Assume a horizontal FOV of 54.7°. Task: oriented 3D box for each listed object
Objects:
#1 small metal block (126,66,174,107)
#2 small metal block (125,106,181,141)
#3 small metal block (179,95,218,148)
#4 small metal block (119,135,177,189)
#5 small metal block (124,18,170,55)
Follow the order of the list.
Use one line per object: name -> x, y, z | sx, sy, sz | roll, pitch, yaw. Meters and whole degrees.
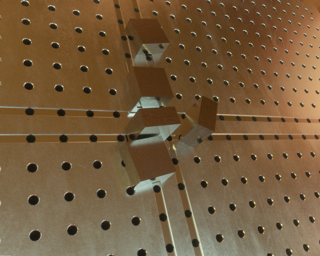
small metal block -> -0.014, -0.058, 0.438 | 0.050, 0.025, 0.050 | -3, 64, -30
small metal block -> -0.010, -0.002, 0.390 | 0.050, 0.050, 0.025 | -6, 65, -31
small metal block -> 0.053, -0.008, 0.428 | 0.025, 0.050, 0.050 | 24, 53, -14
small metal block -> -0.015, 0.040, 0.377 | 0.050, 0.025, 0.050 | -10, 67, -33
small metal block -> -0.020, -0.144, 0.487 | 0.050, 0.025, 0.050 | -13, 69, -34
